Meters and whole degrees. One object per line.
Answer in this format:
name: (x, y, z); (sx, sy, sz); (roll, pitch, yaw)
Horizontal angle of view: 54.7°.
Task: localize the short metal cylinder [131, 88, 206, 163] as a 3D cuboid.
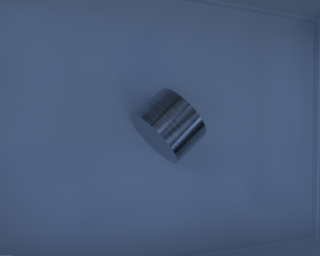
short metal cylinder: (0.010, -0.003, 0.383); (0.050, 0.080, 0.080); (-43, 104, -15)
